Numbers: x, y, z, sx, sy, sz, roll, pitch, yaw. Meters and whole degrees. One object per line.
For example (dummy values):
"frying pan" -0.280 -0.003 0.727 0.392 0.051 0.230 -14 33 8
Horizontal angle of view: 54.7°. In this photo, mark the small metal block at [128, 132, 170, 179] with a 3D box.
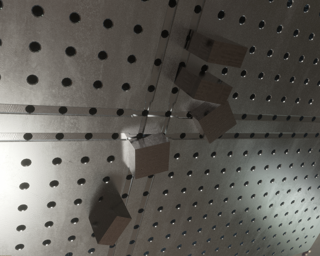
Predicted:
"small metal block" -0.015 0.038 0.428 0.050 0.025 0.050 -12 124 -22

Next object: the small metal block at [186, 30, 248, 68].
"small metal block" 0.068 -0.096 0.375 0.050 0.050 0.025 2 117 -30

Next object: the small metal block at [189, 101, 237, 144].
"small metal block" 0.077 -0.014 0.447 0.050 0.025 0.050 -36 130 -5

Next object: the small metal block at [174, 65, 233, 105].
"small metal block" 0.054 -0.054 0.393 0.050 0.050 0.025 8 115 -32

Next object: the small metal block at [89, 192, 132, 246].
"small metal block" -0.071 0.128 0.436 0.025 0.050 0.050 24 105 -37
